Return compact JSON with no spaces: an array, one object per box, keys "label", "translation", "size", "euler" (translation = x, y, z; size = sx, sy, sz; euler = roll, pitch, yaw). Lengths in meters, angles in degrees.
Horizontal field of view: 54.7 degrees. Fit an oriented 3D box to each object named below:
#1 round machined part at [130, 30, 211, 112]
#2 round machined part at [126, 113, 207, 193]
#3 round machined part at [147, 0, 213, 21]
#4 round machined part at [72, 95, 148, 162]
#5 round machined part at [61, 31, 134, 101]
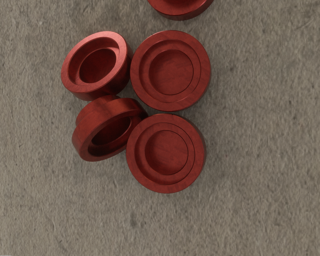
[{"label":"round machined part","translation":[0.015,-0.069,0.390],"size":[0.098,0.042,0.097],"euler":[0,92,13]},{"label":"round machined part","translation":[0.010,0.030,0.393],"size":[0.098,0.042,0.097],"euler":[1,93,16]},{"label":"round machined part","translation":[0.023,-0.191,0.391],"size":[0.098,0.042,0.097],"euler":[0,90,19]},{"label":"round machined part","translation":[-0.067,-0.004,0.394],"size":[0.098,0.098,0.042],"euler":[-44,66,15]},{"label":"round machined part","translation":[-0.078,-0.077,0.413],"size":[0.098,0.042,0.098],"euler":[-10,60,19]}]
